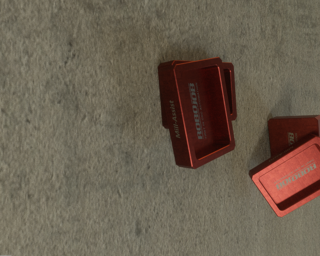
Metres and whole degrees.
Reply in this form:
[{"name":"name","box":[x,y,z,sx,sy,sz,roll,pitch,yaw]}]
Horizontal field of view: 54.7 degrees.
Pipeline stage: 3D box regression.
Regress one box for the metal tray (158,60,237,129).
[{"name":"metal tray","box":[0.059,-0.050,0.452,0.131,0.030,0.089,-8,95,-40]}]

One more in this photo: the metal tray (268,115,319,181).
[{"name":"metal tray","box":[0.257,0.043,0.580,0.030,0.090,0.129,-15,100,-45]}]

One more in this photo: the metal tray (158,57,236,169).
[{"name":"metal tray","box":[0.052,-0.022,0.406,0.091,0.030,0.129,-19,102,-39]}]

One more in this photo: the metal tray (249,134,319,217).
[{"name":"metal tray","box":[0.233,0.081,0.531,0.130,0.030,0.090,-35,93,10]}]
